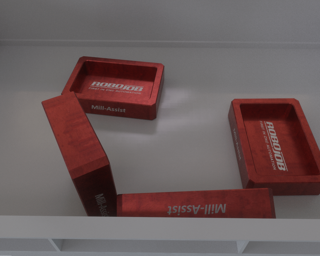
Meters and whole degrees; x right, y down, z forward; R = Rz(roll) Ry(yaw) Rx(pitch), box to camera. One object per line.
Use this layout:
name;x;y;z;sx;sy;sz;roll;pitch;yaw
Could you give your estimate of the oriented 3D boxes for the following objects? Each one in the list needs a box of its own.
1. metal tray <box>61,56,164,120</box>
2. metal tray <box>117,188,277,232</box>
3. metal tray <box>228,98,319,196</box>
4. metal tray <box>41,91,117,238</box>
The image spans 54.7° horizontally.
metal tray;-0.064;-0.060;0.451;0.131;0.030;0.090;6;50;5
metal tray;0.029;0.078;0.294;0.131;0.090;0.030;-2;75;-2
metal tray;0.141;0.019;0.386;0.091;0.030;0.130;0;50;-1
metal tray;-0.072;0.040;0.303;0.030;0.129;0.090;-22;54;-17
